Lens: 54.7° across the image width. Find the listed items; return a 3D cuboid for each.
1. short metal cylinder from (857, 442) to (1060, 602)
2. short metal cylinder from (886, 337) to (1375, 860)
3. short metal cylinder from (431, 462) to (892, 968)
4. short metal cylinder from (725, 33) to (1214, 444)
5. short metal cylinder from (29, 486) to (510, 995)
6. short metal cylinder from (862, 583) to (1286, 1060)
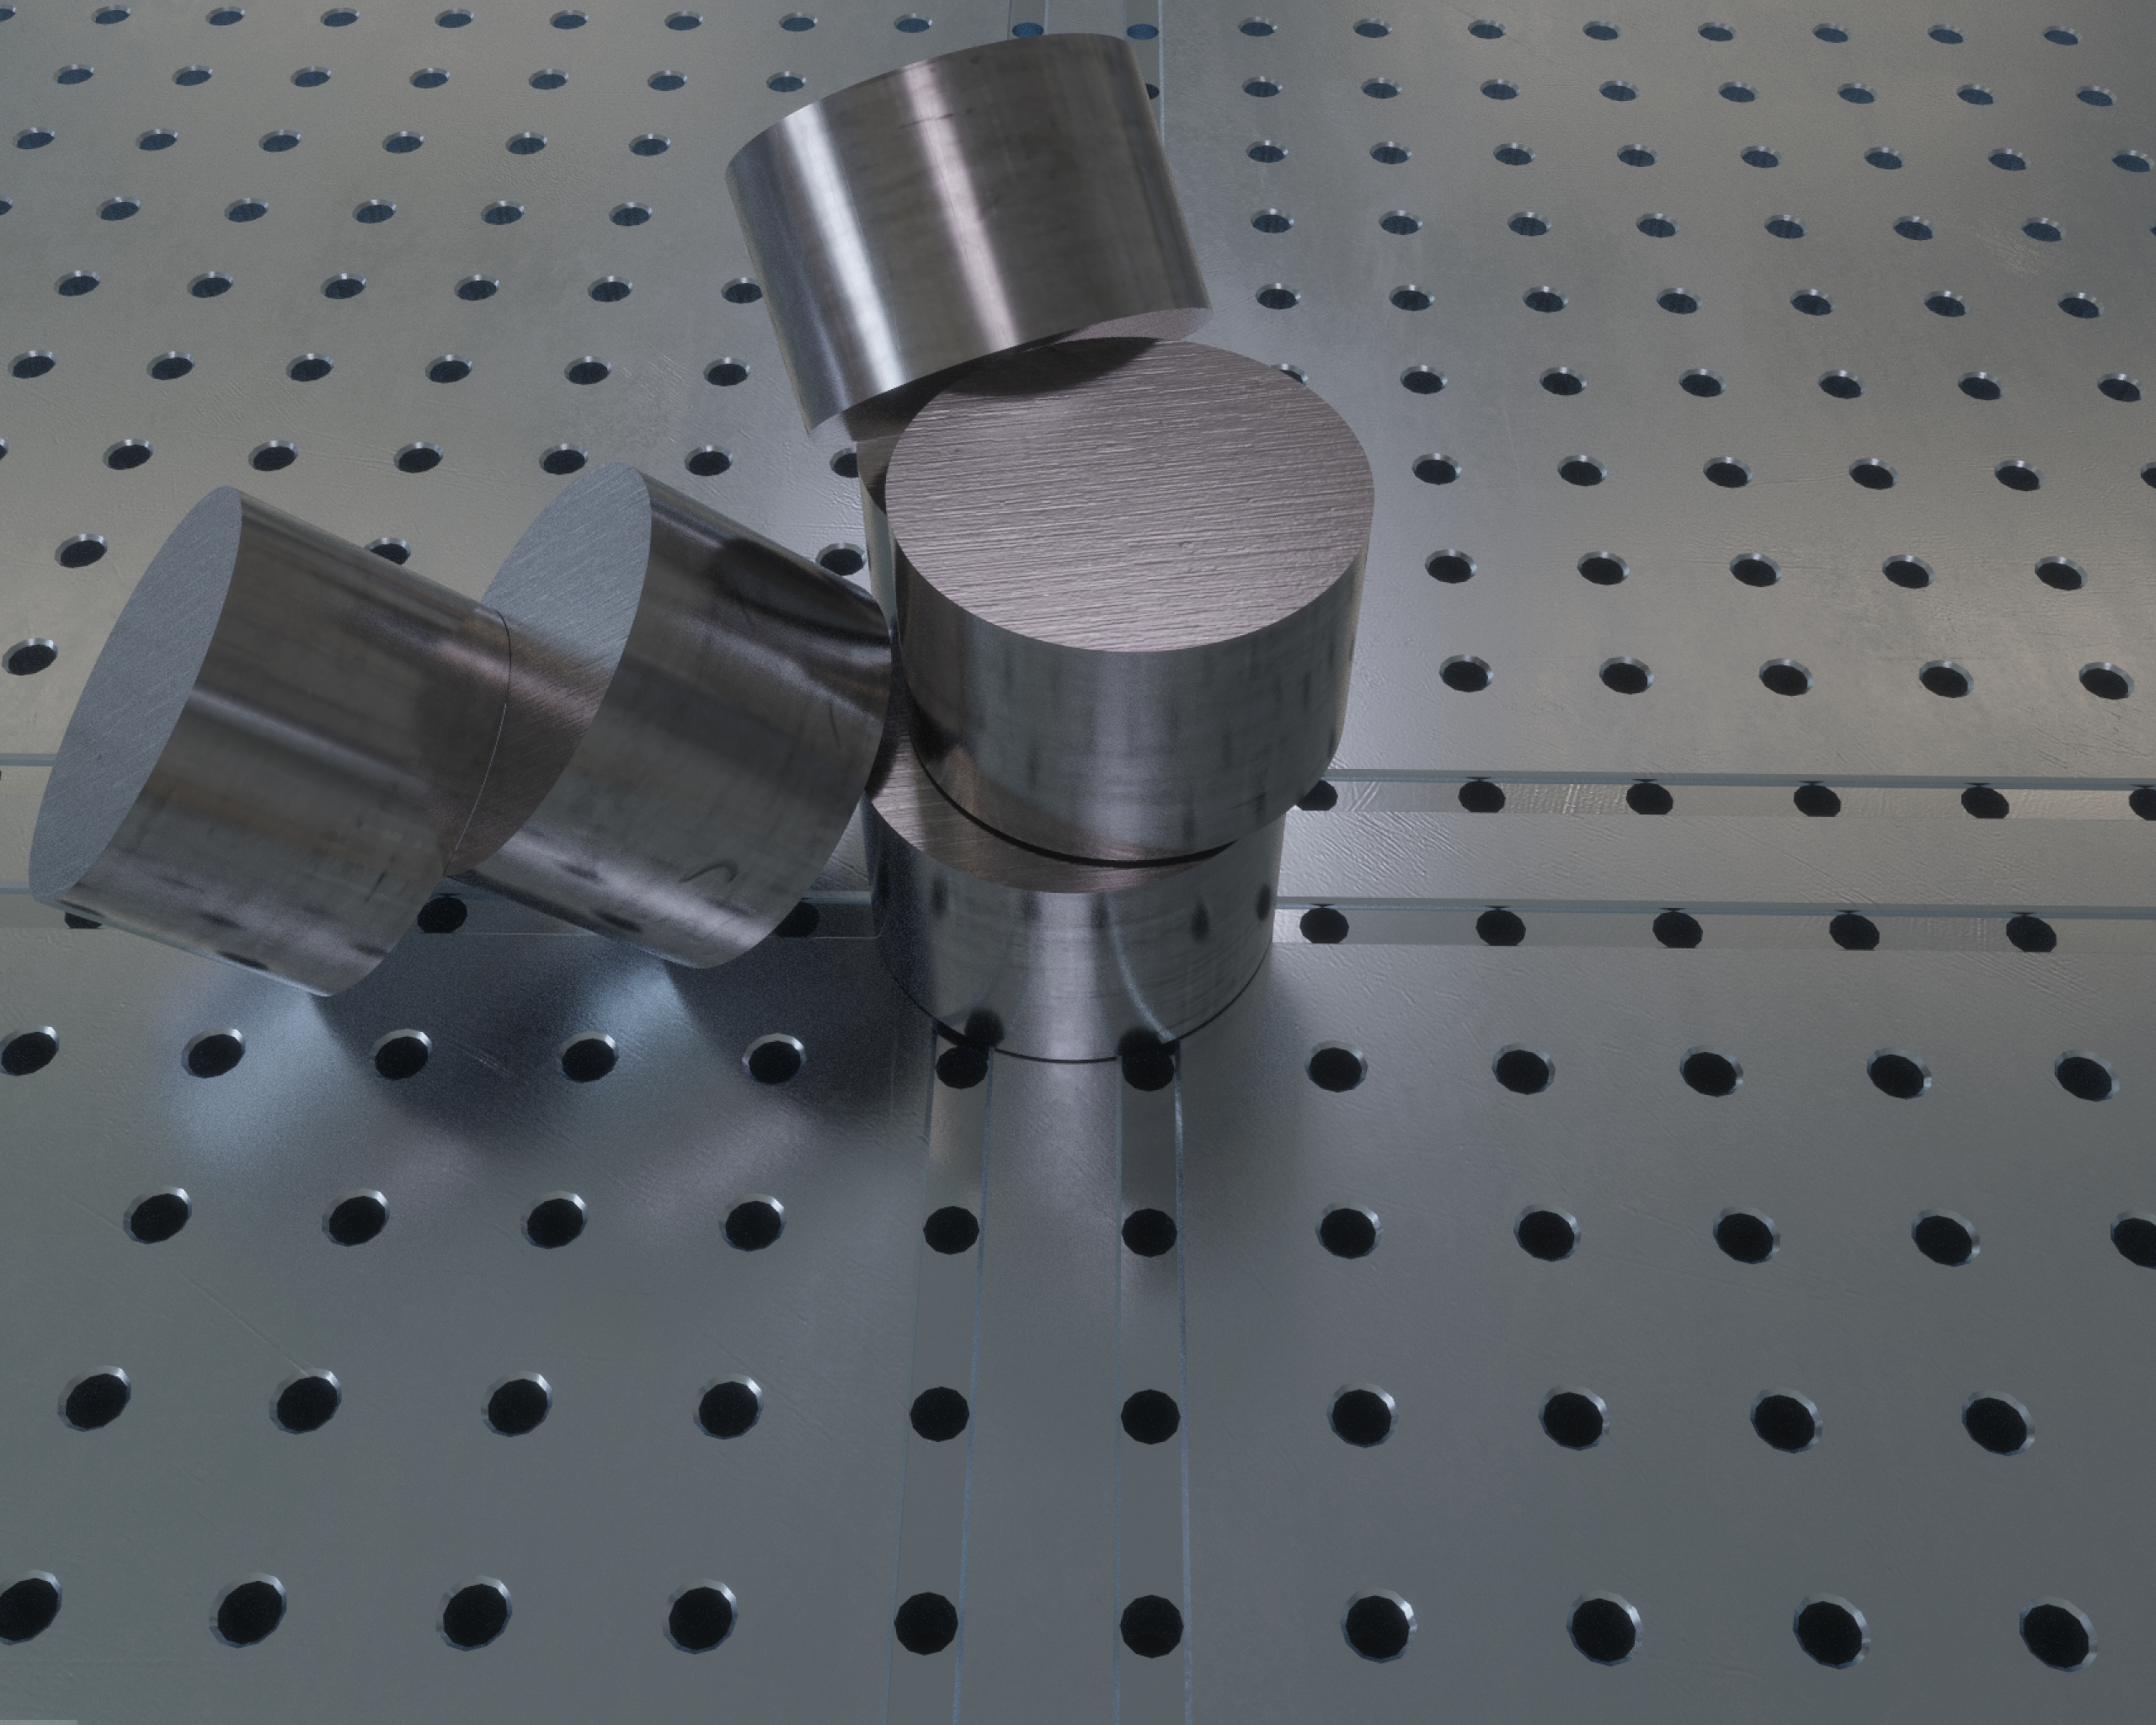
[{"bbox_3d":[-0.005,-0.071,0.450,0.081,0.050,0.080,0,50,0],"label":"short metal cylinder"},{"bbox_3d":[0.009,-0.047,0.363,0.081,0.050,0.080,0,50,0],"label":"short metal cylinder"},{"bbox_3d":[-0.079,-0.026,0.384,0.050,0.080,0.080,26,39,-35],"label":"short metal cylinder"},{"bbox_3d":[-0.020,-0.116,0.395,0.081,0.080,0.050,-19,96,-15],"label":"short metal cylinder"},{"bbox_3d":[-0.147,-0.021,0.380,0.050,0.080,0.080,26,39,-35],"label":"short metal cylinder"},{"bbox_3d":[-0.001,-0.009,0.398,0.081,0.050,0.080,0,50,0],"label":"short metal cylinder"}]
